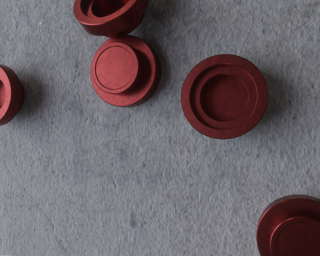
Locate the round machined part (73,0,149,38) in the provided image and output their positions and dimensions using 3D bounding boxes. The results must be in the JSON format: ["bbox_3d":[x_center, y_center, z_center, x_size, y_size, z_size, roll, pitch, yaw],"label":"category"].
[{"bbox_3d":[-0.059,-0.158,0.407,0.098,0.042,0.098,-9,61,16],"label":"round machined part"}]

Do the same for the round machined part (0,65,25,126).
[{"bbox_3d":[-0.256,-0.051,0.488,0.098,0.042,0.097,0,90,19],"label":"round machined part"}]

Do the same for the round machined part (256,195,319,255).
[{"bbox_3d":[0.159,0.127,0.344,0.098,0.042,0.097,0,90,19],"label":"round machined part"}]

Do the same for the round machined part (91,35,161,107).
[{"bbox_3d":[-0.052,-0.077,0.417,0.098,0.042,0.097,0,90,19],"label":"round machined part"}]

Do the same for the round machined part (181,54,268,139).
[{"bbox_3d":[0.078,-0.036,0.372,0.098,0.042,0.097,0,90,19],"label":"round machined part"}]
